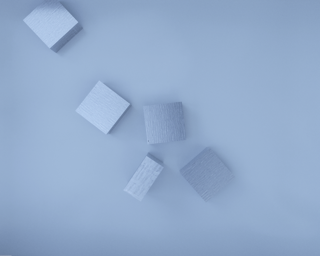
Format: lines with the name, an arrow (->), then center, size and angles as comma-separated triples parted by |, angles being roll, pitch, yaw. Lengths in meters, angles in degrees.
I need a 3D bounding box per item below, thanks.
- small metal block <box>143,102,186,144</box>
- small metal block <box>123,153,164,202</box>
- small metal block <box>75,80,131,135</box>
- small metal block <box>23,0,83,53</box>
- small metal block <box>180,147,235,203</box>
small metal block -> 0.006, -0.006, 0.411 | 0.050, 0.025, 0.050 | -7, 90, 0
small metal block -> -0.020, 0.061, 0.399 | 0.025, 0.050, 0.050 | 34, 90, 0
small metal block -> -0.074, -0.027, 0.411 | 0.050, 0.025, 0.050 | 38, 90, 0
small metal block -> -0.140, -0.137, 0.410 | 0.050, 0.025, 0.050 | -43, 90, 0
small metal block -> 0.062, 0.061, 0.412 | 0.050, 0.025, 0.050 | -41, 90, 0
